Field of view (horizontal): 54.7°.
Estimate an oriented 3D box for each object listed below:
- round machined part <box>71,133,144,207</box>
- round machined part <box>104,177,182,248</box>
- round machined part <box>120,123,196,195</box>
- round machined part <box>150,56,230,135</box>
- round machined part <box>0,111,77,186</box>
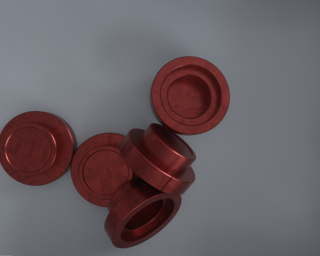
[{"bbox_3d":[-0.067,0.055,0.402,0.099,0.042,0.097,0,90,-1],"label":"round machined part"},{"bbox_3d":[-0.025,0.099,0.384,0.098,0.098,0.042,-43,55,0],"label":"round machined part"},{"bbox_3d":[0.004,0.031,0.372,0.098,0.098,0.042,37,105,0],"label":"round machined part"},{"bbox_3d":[0.036,-0.038,0.398,0.099,0.042,0.097,1,84,-8],"label":"round machined part"},{"bbox_3d":[-0.162,0.027,0.401,0.099,0.042,0.097,0,90,-1],"label":"round machined part"}]
